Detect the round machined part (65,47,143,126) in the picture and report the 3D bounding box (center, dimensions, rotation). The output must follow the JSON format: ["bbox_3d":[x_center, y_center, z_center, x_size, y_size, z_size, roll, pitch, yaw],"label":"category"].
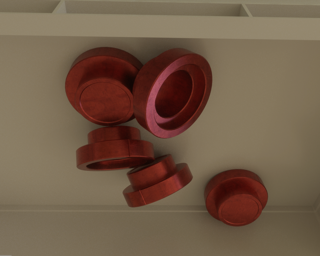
[{"bbox_3d":[-0.061,-0.040,0.363,0.099,0.042,0.097,-1,130,0],"label":"round machined part"}]

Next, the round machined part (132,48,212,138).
[{"bbox_3d":[0.009,-0.041,0.342,0.099,0.042,0.097,-27,134,-32],"label":"round machined part"}]

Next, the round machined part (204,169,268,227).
[{"bbox_3d":[0.122,0.116,0.488,0.099,0.042,0.097,-1,120,-1],"label":"round machined part"}]

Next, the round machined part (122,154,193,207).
[{"bbox_3d":[-0.008,0.069,0.432,0.098,0.098,0.042,-23,91,18],"label":"round machined part"}]

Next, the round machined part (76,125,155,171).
[{"bbox_3d":[-0.058,0.026,0.400,0.099,0.042,0.098,-6,164,-2],"label":"round machined part"}]
